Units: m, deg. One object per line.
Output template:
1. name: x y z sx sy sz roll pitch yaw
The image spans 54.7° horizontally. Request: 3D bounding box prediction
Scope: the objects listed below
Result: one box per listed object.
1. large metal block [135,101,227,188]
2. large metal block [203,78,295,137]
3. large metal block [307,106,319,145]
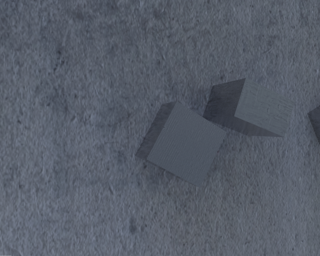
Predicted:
1. large metal block: 0.027 0.021 0.407 0.080 0.050 0.080 30 80 -18
2. large metal block: 0.119 -0.025 0.425 0.080 0.080 0.050 20 83 -19
3. large metal block: 0.297 0.000 0.492 0.050 0.080 0.080 -29 100 -18
